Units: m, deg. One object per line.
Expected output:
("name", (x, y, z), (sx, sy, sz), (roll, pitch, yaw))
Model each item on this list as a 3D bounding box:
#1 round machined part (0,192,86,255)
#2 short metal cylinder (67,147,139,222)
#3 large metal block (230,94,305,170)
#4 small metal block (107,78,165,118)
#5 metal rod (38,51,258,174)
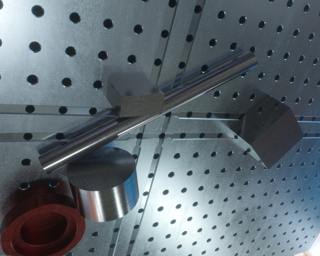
("round machined part", (-0.149, 0.121, 0.395), (0.099, 0.042, 0.097), (-14, 125, -21))
("short metal cylinder", (-0.068, 0.067, 0.381), (0.081, 0.080, 0.050), (-16, 125, -20))
("large metal block", (0.173, 0.007, 0.497), (0.080, 0.050, 0.080), (-44, 130, 2))
("small metal block", (-0.029, -0.036, 0.358), (0.050, 0.050, 0.025), (-6, 121, -26))
("metal rod", (-0.006, -0.025, 0.393), (0.302, 0.025, 0.025), (-28, 128, -11))
